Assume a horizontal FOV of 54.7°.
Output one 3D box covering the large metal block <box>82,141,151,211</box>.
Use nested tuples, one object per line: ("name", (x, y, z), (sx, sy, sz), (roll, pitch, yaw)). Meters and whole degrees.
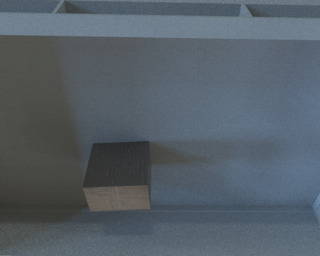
("large metal block", (-0.054, 0.065, 0.428), (0.081, 0.080, 0.050), (-2, 130, 1))
